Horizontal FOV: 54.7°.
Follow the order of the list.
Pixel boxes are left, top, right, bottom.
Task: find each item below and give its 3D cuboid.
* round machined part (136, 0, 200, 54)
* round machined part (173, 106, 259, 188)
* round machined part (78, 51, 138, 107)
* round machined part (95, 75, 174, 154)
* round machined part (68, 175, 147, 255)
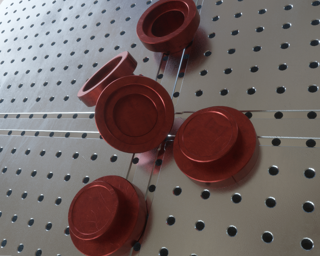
[{"bbox_3d":[0.016,-0.156,0.483,0.098,0.042,0.098,-13,56,20],"label":"round machined part"},{"bbox_3d":[0.060,0.015,0.356,0.098,0.042,0.098,-13,56,20],"label":"round machined part"},{"bbox_3d":[-0.070,-0.065,0.456,0.098,0.042,0.098,-33,25,19],"label":"round machined part"},{"bbox_3d":[-0.032,-0.016,0.402,0.099,0.042,0.097,0,86,-1],"label":"round machined part"},{"bbox_3d":[-0.069,0.102,0.369,0.098,0.042,0.098,-13,56,20],"label":"round machined part"}]
